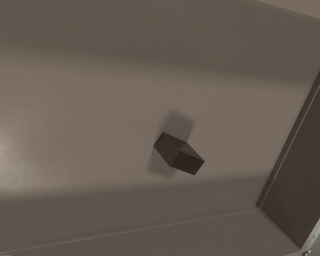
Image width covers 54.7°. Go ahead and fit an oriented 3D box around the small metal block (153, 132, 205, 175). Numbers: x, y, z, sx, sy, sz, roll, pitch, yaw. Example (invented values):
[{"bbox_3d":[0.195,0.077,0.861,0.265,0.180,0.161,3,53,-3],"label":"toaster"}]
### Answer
[{"bbox_3d":[0.026,0.035,0.431,0.050,0.050,0.025,25,105,-37],"label":"small metal block"}]
